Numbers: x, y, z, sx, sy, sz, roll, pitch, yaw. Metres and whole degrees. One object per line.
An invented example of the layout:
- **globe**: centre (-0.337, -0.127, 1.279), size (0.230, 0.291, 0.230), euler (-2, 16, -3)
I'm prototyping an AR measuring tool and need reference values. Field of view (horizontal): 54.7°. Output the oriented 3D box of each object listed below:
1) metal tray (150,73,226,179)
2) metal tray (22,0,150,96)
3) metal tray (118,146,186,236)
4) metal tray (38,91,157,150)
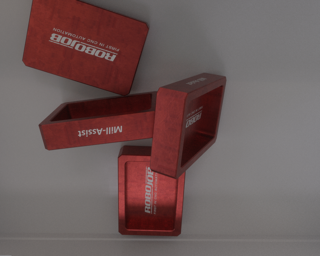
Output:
- **metal tray**: centre (0.036, -0.009, 0.352), size (0.030, 0.131, 0.089), euler (15, 112, 24)
- **metal tray**: centre (-0.087, -0.101, 0.371), size (0.131, 0.030, 0.089), euler (17, 109, -7)
- **metal tray**: centre (-0.013, 0.091, 0.441), size (0.091, 0.030, 0.129), euler (2, 110, -1)
- **metal tray**: centre (-0.063, -0.012, 0.371), size (0.131, 0.090, 0.030), euler (-7, 110, 2)
